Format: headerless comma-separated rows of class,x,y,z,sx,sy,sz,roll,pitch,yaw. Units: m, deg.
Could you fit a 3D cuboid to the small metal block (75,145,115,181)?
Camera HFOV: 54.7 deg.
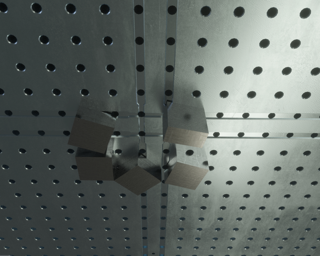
small metal block,-0.093,0.051,0.454,0.050,0.025,0.050,1,130,-2

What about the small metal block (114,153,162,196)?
small metal block,-0.033,0.071,0.472,0.050,0.025,0.050,-35,122,26

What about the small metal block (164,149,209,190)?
small metal block,0.039,0.064,0.467,0.050,0.025,0.050,16,128,-14

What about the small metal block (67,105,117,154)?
small metal block,-0.091,0.003,0.413,0.050,0.025,0.050,17,128,-14

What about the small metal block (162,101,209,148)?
small metal block,0.031,-0.005,0.392,0.050,0.050,0.025,10,129,-9
